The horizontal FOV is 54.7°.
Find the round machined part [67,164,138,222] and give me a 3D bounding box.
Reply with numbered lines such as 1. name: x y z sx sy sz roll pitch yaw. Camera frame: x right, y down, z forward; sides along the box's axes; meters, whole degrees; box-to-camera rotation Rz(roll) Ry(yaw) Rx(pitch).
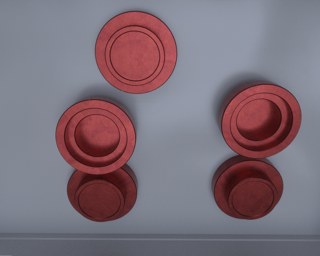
1. round machined part: -0.081 0.092 0.435 0.099 0.042 0.097 0 110 -1

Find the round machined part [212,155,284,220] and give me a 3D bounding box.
1. round machined part: 0.126 0.089 0.437 0.099 0.042 0.097 0 110 -1

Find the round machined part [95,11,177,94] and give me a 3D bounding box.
1. round machined part: -0.029 -0.088 0.370 0.099 0.042 0.097 0 110 -1

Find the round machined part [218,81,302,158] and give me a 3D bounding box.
1. round machined part: 0.124 -0.013 0.399 0.099 0.042 0.097 0 110 -1

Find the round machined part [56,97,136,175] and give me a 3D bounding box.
1. round machined part: -0.079 0.007 0.401 0.099 0.042 0.097 -1 105 -2
